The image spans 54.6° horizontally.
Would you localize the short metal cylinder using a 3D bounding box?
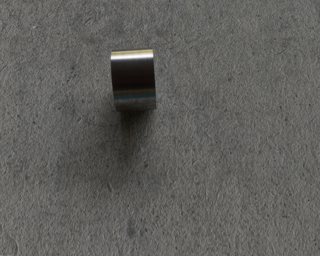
[{"bbox_3d":[-0.032,-0.062,0.401,0.050,0.080,0.080,-4,70,-1],"label":"short metal cylinder"}]
